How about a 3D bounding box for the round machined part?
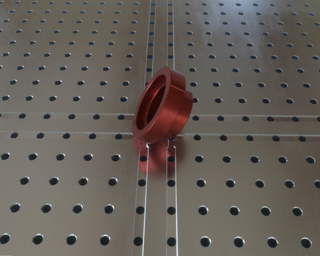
[{"bbox_3d":[0.006,-0.025,0.394,0.042,0.098,0.098,23,47,-21],"label":"round machined part"}]
